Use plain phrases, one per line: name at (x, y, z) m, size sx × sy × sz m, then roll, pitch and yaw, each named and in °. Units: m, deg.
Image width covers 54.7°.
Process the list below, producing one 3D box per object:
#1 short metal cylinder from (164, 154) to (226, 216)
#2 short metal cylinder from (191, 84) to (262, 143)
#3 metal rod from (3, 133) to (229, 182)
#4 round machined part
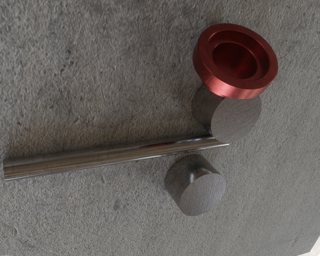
short metal cylinder at (0.054, 0.088, 0.476) m, size 0.081 × 0.050 × 0.079 m, roll -14°, pitch 125°, yaw -21°
short metal cylinder at (0.091, -0.026, 0.426) m, size 0.081 × 0.050 × 0.079 m, roll -14°, pitch 125°, yaw -21°
metal rod at (-0.037, 0.032, 0.407) m, size 0.303 × 0.025 × 0.025 m, roll -6°, pitch 121°, yaw -26°
round machined part at (0.086, -0.075, 0.372) m, size 0.099 × 0.098 × 0.042 m, roll -15°, pitch 156°, yaw -21°
